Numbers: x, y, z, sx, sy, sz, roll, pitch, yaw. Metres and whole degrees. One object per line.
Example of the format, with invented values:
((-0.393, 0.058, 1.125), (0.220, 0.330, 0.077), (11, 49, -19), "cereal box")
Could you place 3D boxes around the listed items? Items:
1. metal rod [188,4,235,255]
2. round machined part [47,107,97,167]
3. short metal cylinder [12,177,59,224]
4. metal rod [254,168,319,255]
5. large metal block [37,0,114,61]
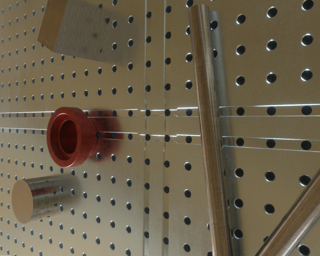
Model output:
((0.059, 0.006, 0.358), (0.025, 0.025, 0.298), (-9, 85, 39), "metal rod")
((-0.142, 0.014, 0.513), (0.098, 0.042, 0.097), (0, 90, 39), "round machined part")
((-0.236, 0.134, 0.584), (0.080, 0.050, 0.079), (0, 90, 39), "short metal cylinder")
((0.114, 0.128, 0.314), (0.025, 0.025, 0.298), (40, 114, 32), "metal rod")
((-0.130, -0.156, 0.478), (0.050, 0.081, 0.079), (37, 112, 33), "large metal block")
